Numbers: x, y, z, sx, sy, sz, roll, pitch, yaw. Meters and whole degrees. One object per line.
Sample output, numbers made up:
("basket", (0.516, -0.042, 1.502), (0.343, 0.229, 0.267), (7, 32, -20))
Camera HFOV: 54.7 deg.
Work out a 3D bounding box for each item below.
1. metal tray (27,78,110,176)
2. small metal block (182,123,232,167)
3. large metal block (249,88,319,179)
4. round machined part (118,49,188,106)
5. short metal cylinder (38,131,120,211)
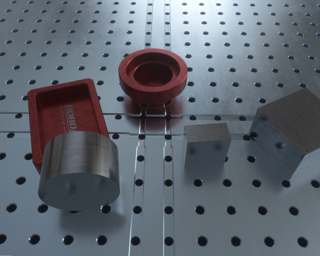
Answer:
("metal tray", (-0.120, -0.006, 0.407), (0.091, 0.030, 0.130), (-14, 52, -12))
("small metal block", (0.055, 0.021, 0.375), (0.050, 0.050, 0.025), (-4, 50, -4))
("large metal block", (0.175, 0.004, 0.390), (0.081, 0.050, 0.080), (-22, 54, -18))
("round machined part", (-0.010, -0.071, 0.456), (0.099, 0.042, 0.098), (0, 50, 0))
("short metal cylinder", (-0.084, 0.048, 0.331), (0.081, 0.080, 0.050), (-5, 50, -5))
